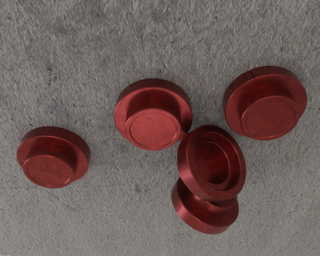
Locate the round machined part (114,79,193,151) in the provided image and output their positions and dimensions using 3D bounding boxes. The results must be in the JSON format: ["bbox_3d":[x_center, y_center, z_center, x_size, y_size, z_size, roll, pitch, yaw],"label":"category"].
[{"bbox_3d":[-0.008,-0.009,0.388,0.099,0.042,0.097,0,130,0],"label":"round machined part"}]

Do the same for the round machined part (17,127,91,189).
[{"bbox_3d":[-0.151,0.048,0.435,0.099,0.042,0.097,0,130,0],"label":"round machined part"}]

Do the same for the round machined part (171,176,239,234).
[{"bbox_3d":[0.070,0.096,0.442,0.099,0.098,0.042,16,128,-14],"label":"round machined part"}]

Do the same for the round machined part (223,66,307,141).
[{"bbox_3d":[0.129,-0.023,0.378,0.099,0.042,0.097,0,130,0],"label":"round machined part"}]

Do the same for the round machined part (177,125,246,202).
[{"bbox_3d":[0.062,0.048,0.406,0.098,0.098,0.042,28,147,-22],"label":"round machined part"}]
